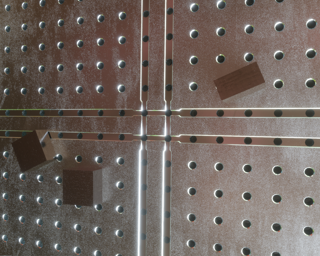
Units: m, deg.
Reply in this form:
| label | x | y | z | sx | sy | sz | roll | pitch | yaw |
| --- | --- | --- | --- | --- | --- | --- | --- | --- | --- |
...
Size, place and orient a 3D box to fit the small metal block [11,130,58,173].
| label | x | y | z | sx | sy | sz | roll | pitch | yaw |
| --- | --- | --- | --- | --- | --- | --- | --- | --- | --- |
| small metal block | -0.194 | 0.036 | 0.479 | 0.050 | 0.025 | 0.050 | -26 | 82 | 17 |

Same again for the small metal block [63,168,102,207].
| label | x | y | z | sx | sy | sz | roll | pitch | yaw |
| --- | --- | --- | --- | --- | --- | --- | --- | --- | --- |
| small metal block | -0.113 | 0.085 | 0.451 | 0.050 | 0.025 | 0.050 | 0 | 90 | 19 |

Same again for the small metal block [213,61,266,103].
| label | x | y | z | sx | sy | sz | roll | pitch | yaw |
| --- | --- | --- | --- | --- | --- | --- | --- | --- | --- |
| small metal block | 0.095 | -0.052 | 0.365 | 0.050 | 0.050 | 0.025 | -23 | 83 | 18 |
